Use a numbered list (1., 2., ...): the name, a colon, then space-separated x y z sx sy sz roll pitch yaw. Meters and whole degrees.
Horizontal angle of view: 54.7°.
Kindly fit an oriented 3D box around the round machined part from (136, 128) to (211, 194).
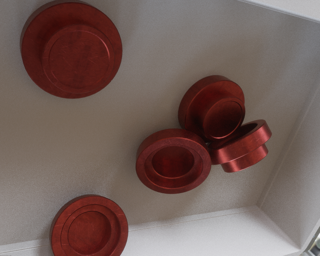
1. round machined part: 0.017 0.040 0.419 0.099 0.042 0.097 -1 124 -2

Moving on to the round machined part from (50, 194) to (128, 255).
1. round machined part: -0.096 0.138 0.413 0.099 0.042 0.097 3 84 -26

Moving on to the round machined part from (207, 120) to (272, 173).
1. round machined part: 0.113 0.029 0.440 0.099 0.098 0.042 -29 94 -10

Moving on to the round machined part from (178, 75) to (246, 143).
1. round machined part: 0.078 -0.020 0.430 0.099 0.042 0.097 -14 124 -21

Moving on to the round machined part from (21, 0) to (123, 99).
1. round machined part: -0.084 -0.073 0.308 0.099 0.042 0.097 -14 125 -21
